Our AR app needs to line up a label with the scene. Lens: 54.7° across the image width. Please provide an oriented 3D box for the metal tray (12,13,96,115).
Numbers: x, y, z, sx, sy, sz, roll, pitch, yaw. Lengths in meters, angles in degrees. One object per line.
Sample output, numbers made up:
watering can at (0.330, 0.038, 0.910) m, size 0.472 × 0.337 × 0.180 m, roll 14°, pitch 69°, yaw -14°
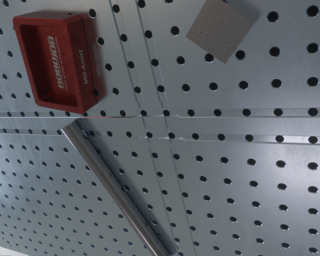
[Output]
metal tray at (-0.143, -0.088, 0.428) m, size 0.090 × 0.030 × 0.129 m, roll 11°, pitch 123°, yaw 22°

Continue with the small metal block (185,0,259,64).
small metal block at (0.063, -0.103, 0.315) m, size 0.050 × 0.025 × 0.050 m, roll 36°, pitch 129°, yaw 4°

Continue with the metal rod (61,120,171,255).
metal rod at (-0.066, 0.118, 0.518) m, size 0.025 × 0.025 × 0.299 m, roll -22°, pitch 107°, yaw 36°
